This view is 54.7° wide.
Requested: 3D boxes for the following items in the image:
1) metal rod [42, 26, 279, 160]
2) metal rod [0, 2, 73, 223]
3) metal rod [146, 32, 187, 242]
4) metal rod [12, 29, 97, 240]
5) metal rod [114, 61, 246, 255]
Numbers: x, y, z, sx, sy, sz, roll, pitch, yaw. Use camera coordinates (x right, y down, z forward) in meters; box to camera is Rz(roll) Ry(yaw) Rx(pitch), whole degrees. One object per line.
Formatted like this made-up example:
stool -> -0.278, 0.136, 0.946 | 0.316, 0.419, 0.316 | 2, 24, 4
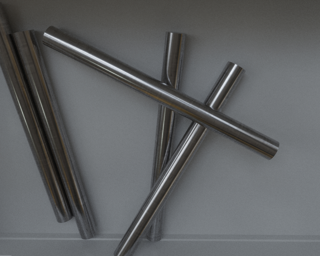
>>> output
metal rod -> 0.001, -0.042, 0.369 | 0.301, 0.025, 0.025 | 27, 108, 0
metal rod -> -0.168, -0.005, 0.407 | 0.025, 0.025, 0.298 | -10, 110, 3
metal rod -> 0.005, 0.025, 0.420 | 0.025, 0.025, 0.298 | 5, 110, -2
metal rod -> -0.135, 0.023, 0.418 | 0.025, 0.025, 0.298 | -10, 110, 3
metal rod -> 0.021, 0.051, 0.407 | 0.025, 0.025, 0.299 | 29, 99, -10
